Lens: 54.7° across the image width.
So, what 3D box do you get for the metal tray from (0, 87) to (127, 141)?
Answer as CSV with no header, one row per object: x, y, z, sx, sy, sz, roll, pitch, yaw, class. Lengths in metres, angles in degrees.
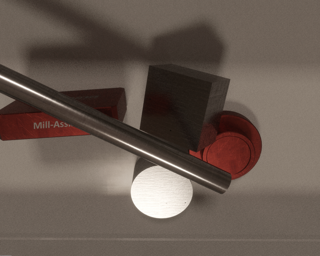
-0.110,-0.020,0.367,0.131,0.090,0.030,-4,110,1,metal tray

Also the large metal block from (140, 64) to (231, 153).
0.028,-0.027,0.369,0.080,0.050,0.079,21,113,28,large metal block

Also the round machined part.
0.088,0.029,0.414,0.099,0.042,0.097,0,110,-1,round machined part

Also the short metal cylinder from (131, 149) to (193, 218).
0.002,0.075,0.426,0.081,0.050,0.079,0,110,-1,short metal cylinder

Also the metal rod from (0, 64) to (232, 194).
-0.063,-0.004,0.311,0.301,0.025,0.025,26,108,-10,metal rod
